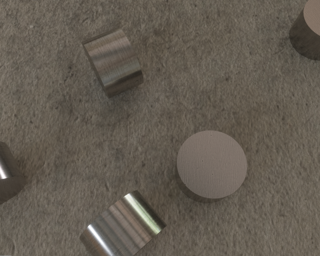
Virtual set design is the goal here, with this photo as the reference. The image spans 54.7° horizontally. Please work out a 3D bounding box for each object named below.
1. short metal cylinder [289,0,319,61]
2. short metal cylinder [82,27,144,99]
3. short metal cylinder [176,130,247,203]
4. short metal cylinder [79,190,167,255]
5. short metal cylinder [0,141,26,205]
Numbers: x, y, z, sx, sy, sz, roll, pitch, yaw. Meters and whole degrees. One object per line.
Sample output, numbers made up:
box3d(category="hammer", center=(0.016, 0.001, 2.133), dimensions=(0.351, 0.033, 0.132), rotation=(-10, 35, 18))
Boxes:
box3d(category="short metal cylinder", center=(0.239, -0.146, 0.451), dimensions=(0.081, 0.050, 0.080), rotation=(0, 70, 0))
box3d(category="short metal cylinder", center=(-0.062, -0.085, 0.409), dimensions=(0.050, 0.080, 0.080), rotation=(-26, 72, -9))
box3d(category="short metal cylinder", center=(0.059, 0.049, 0.378), dimensions=(0.081, 0.050, 0.080), rotation=(0, 70, 0))
box3d(category="short metal cylinder", center=(-0.039, 0.114, 0.337), dimensions=(0.080, 0.080, 0.050), rotation=(-39, 75, -13))
box3d(category="short metal cylinder", center=(-0.205, 0.058, 0.355), dimensions=(0.080, 0.080, 0.050), rotation=(-31, 73, -11))
